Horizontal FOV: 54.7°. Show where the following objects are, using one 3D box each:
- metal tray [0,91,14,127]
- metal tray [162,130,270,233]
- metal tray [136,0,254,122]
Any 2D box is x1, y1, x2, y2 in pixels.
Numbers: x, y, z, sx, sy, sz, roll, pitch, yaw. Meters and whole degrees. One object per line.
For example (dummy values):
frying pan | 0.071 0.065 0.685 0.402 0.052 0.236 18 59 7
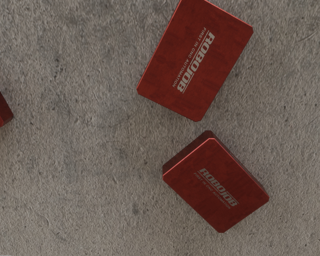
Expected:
metal tray | -0.271 -0.027 0.395 0.130 0.030 0.090 -19 109 6
metal tray | 0.078 0.078 0.436 0.090 0.030 0.130 -41 105 13
metal tray | 0.039 -0.083 0.377 0.090 0.030 0.129 26 108 -10
